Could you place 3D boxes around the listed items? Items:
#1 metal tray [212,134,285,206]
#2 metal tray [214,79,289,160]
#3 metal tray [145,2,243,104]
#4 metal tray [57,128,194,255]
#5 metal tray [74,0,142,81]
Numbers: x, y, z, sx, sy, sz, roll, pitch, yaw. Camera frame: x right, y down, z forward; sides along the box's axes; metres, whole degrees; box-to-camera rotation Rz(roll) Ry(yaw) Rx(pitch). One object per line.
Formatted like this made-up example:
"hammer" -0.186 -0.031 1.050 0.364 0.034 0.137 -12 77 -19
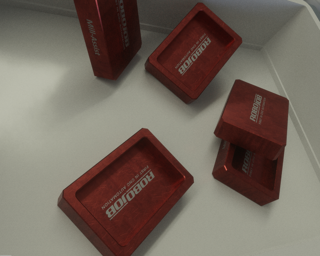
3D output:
"metal tray" 0.135 0.036 0.455 0.090 0.030 0.130 32 51 -8
"metal tray" 0.139 -0.018 0.459 0.090 0.030 0.130 24 39 8
"metal tray" 0.051 -0.112 0.465 0.090 0.030 0.130 40 75 -5
"metal tray" -0.032 0.069 0.343 0.090 0.030 0.131 47 51 4
"metal tray" -0.061 -0.137 0.391 0.030 0.129 0.090 15 51 17
